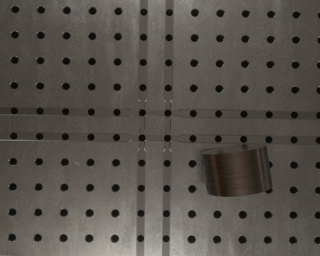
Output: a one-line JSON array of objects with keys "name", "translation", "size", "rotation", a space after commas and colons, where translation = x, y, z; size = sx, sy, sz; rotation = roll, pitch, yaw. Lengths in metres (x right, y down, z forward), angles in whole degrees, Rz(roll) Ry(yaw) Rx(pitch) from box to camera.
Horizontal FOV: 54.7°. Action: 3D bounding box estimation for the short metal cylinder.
[{"name": "short metal cylinder", "translation": [0.095, 0.051, 0.387], "size": [0.081, 0.080, 0.050], "rotation": [-8, 90, 0]}]
